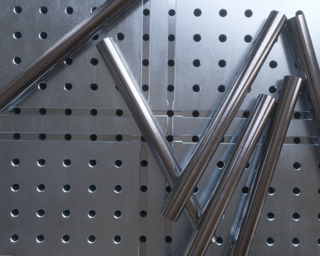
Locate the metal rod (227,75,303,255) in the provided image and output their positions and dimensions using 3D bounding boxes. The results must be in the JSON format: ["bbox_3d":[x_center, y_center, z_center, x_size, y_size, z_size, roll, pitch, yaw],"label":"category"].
[{"bbox_3d":[0.133,0.077,0.414,0.025,0.025,0.299,18,90,0],"label":"metal rod"}]

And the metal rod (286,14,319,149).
[{"bbox_3d":[0.220,-0.002,0.414,0.025,0.025,0.299,-16,90,0],"label":"metal rod"}]

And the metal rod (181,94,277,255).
[{"bbox_3d":[0.075,0.092,0.393,0.025,0.025,0.299,28,82,0],"label":"metal rod"}]

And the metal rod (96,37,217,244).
[{"bbox_3d":[-0.004,0.018,0.413,0.025,0.025,0.299,-28,90,0],"label":"metal rod"}]

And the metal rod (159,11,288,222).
[{"bbox_3d":[0.084,-0.019,0.399,0.025,0.025,0.299,30,84,0],"label":"metal rod"}]

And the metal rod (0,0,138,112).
[{"bbox_3d":[-0.103,-0.126,0.412,0.300,0.025,0.025,-40,90,0],"label":"metal rod"}]
